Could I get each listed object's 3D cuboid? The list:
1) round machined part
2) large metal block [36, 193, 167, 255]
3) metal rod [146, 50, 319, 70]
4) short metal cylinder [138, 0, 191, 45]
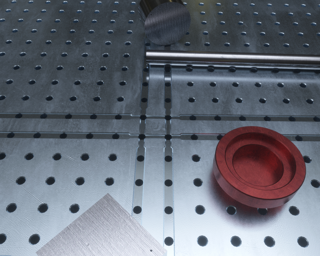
[{"bbox_3d":[0.110,0.048,0.358,0.099,0.042,0.098,0,50,0],"label":"round machined part"},{"bbox_3d":[-0.051,0.123,0.287,0.080,0.050,0.080,37,59,26],"label":"large metal block"},{"bbox_3d":[0.129,-0.110,0.501,0.302,0.025,0.025,2,50,1],"label":"metal rod"},{"bbox_3d":[0.007,-0.191,0.533,0.081,0.080,0.050,-11,51,-10],"label":"short metal cylinder"}]
